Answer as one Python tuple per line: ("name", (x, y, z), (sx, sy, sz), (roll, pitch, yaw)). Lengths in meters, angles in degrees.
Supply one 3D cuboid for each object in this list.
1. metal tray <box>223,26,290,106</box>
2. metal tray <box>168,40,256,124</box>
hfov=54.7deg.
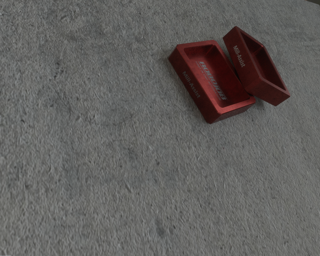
("metal tray", (0.163, -0.106, 0.529), (0.091, 0.030, 0.130), (17, 47, -36))
("metal tray", (0.083, -0.077, 0.491), (0.091, 0.030, 0.130), (-18, 71, -35))
